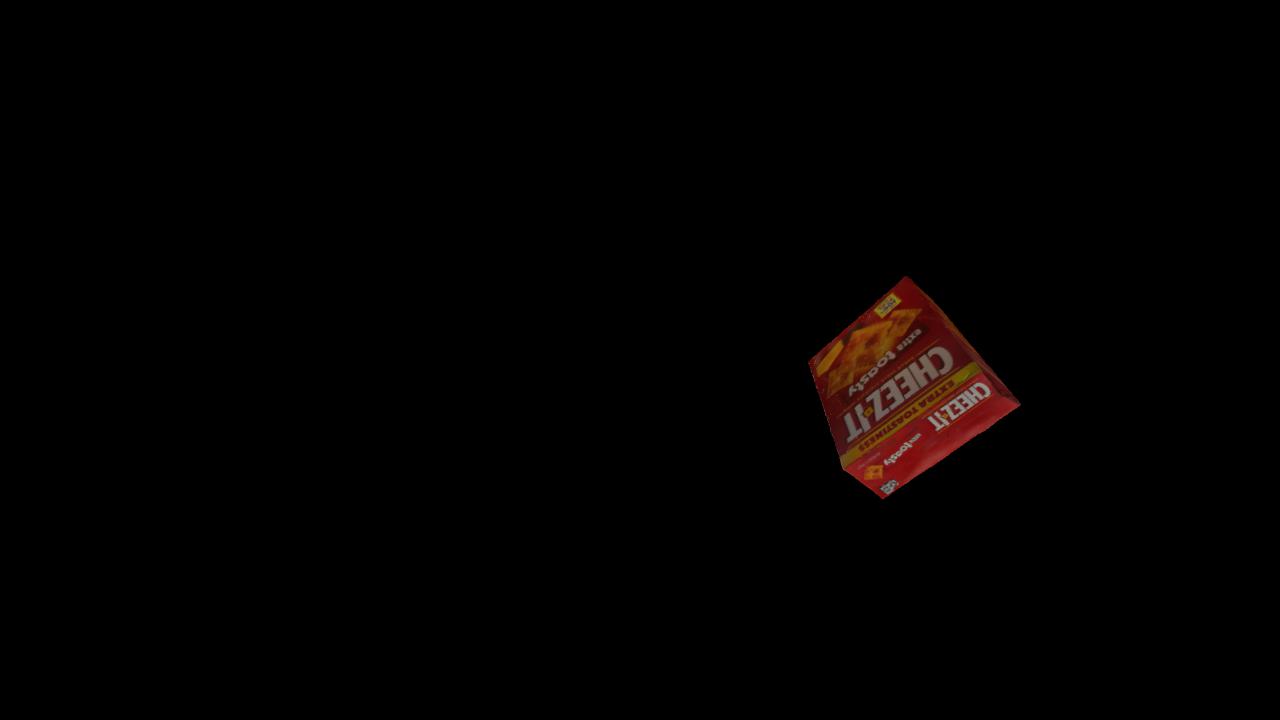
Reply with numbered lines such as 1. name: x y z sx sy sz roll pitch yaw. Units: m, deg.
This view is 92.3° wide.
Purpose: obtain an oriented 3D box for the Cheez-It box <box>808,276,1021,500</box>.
1. Cheez-It box: 0.287 0.023 0.691 0.071 0.166 0.223 36 27 -16
